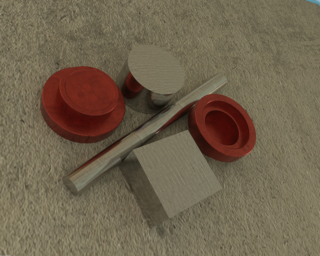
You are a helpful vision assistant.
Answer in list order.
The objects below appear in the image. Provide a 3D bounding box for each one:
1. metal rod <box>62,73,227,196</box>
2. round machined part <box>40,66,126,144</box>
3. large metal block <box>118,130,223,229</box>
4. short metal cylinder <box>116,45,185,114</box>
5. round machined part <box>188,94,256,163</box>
[{"bbox_3d":[0.003,-0.009,0.413,0.025,0.025,0.302,49,51,6],"label":"metal rod"},{"bbox_3d":[-0.087,-0.034,0.368,0.099,0.042,0.098,14,56,-21],"label":"round machined part"},{"bbox_3d":[0.011,0.058,0.361,0.081,0.050,0.080,-19,72,-35],"label":"large metal block"},{"bbox_3d":[-0.014,-0.065,0.421,0.081,0.050,0.080,14,56,-21],"label":"short metal cylinder"},{"bbox_3d":[0.082,0.004,0.436,0.099,0.042,0.098,14,56,-21],"label":"round machined part"}]
